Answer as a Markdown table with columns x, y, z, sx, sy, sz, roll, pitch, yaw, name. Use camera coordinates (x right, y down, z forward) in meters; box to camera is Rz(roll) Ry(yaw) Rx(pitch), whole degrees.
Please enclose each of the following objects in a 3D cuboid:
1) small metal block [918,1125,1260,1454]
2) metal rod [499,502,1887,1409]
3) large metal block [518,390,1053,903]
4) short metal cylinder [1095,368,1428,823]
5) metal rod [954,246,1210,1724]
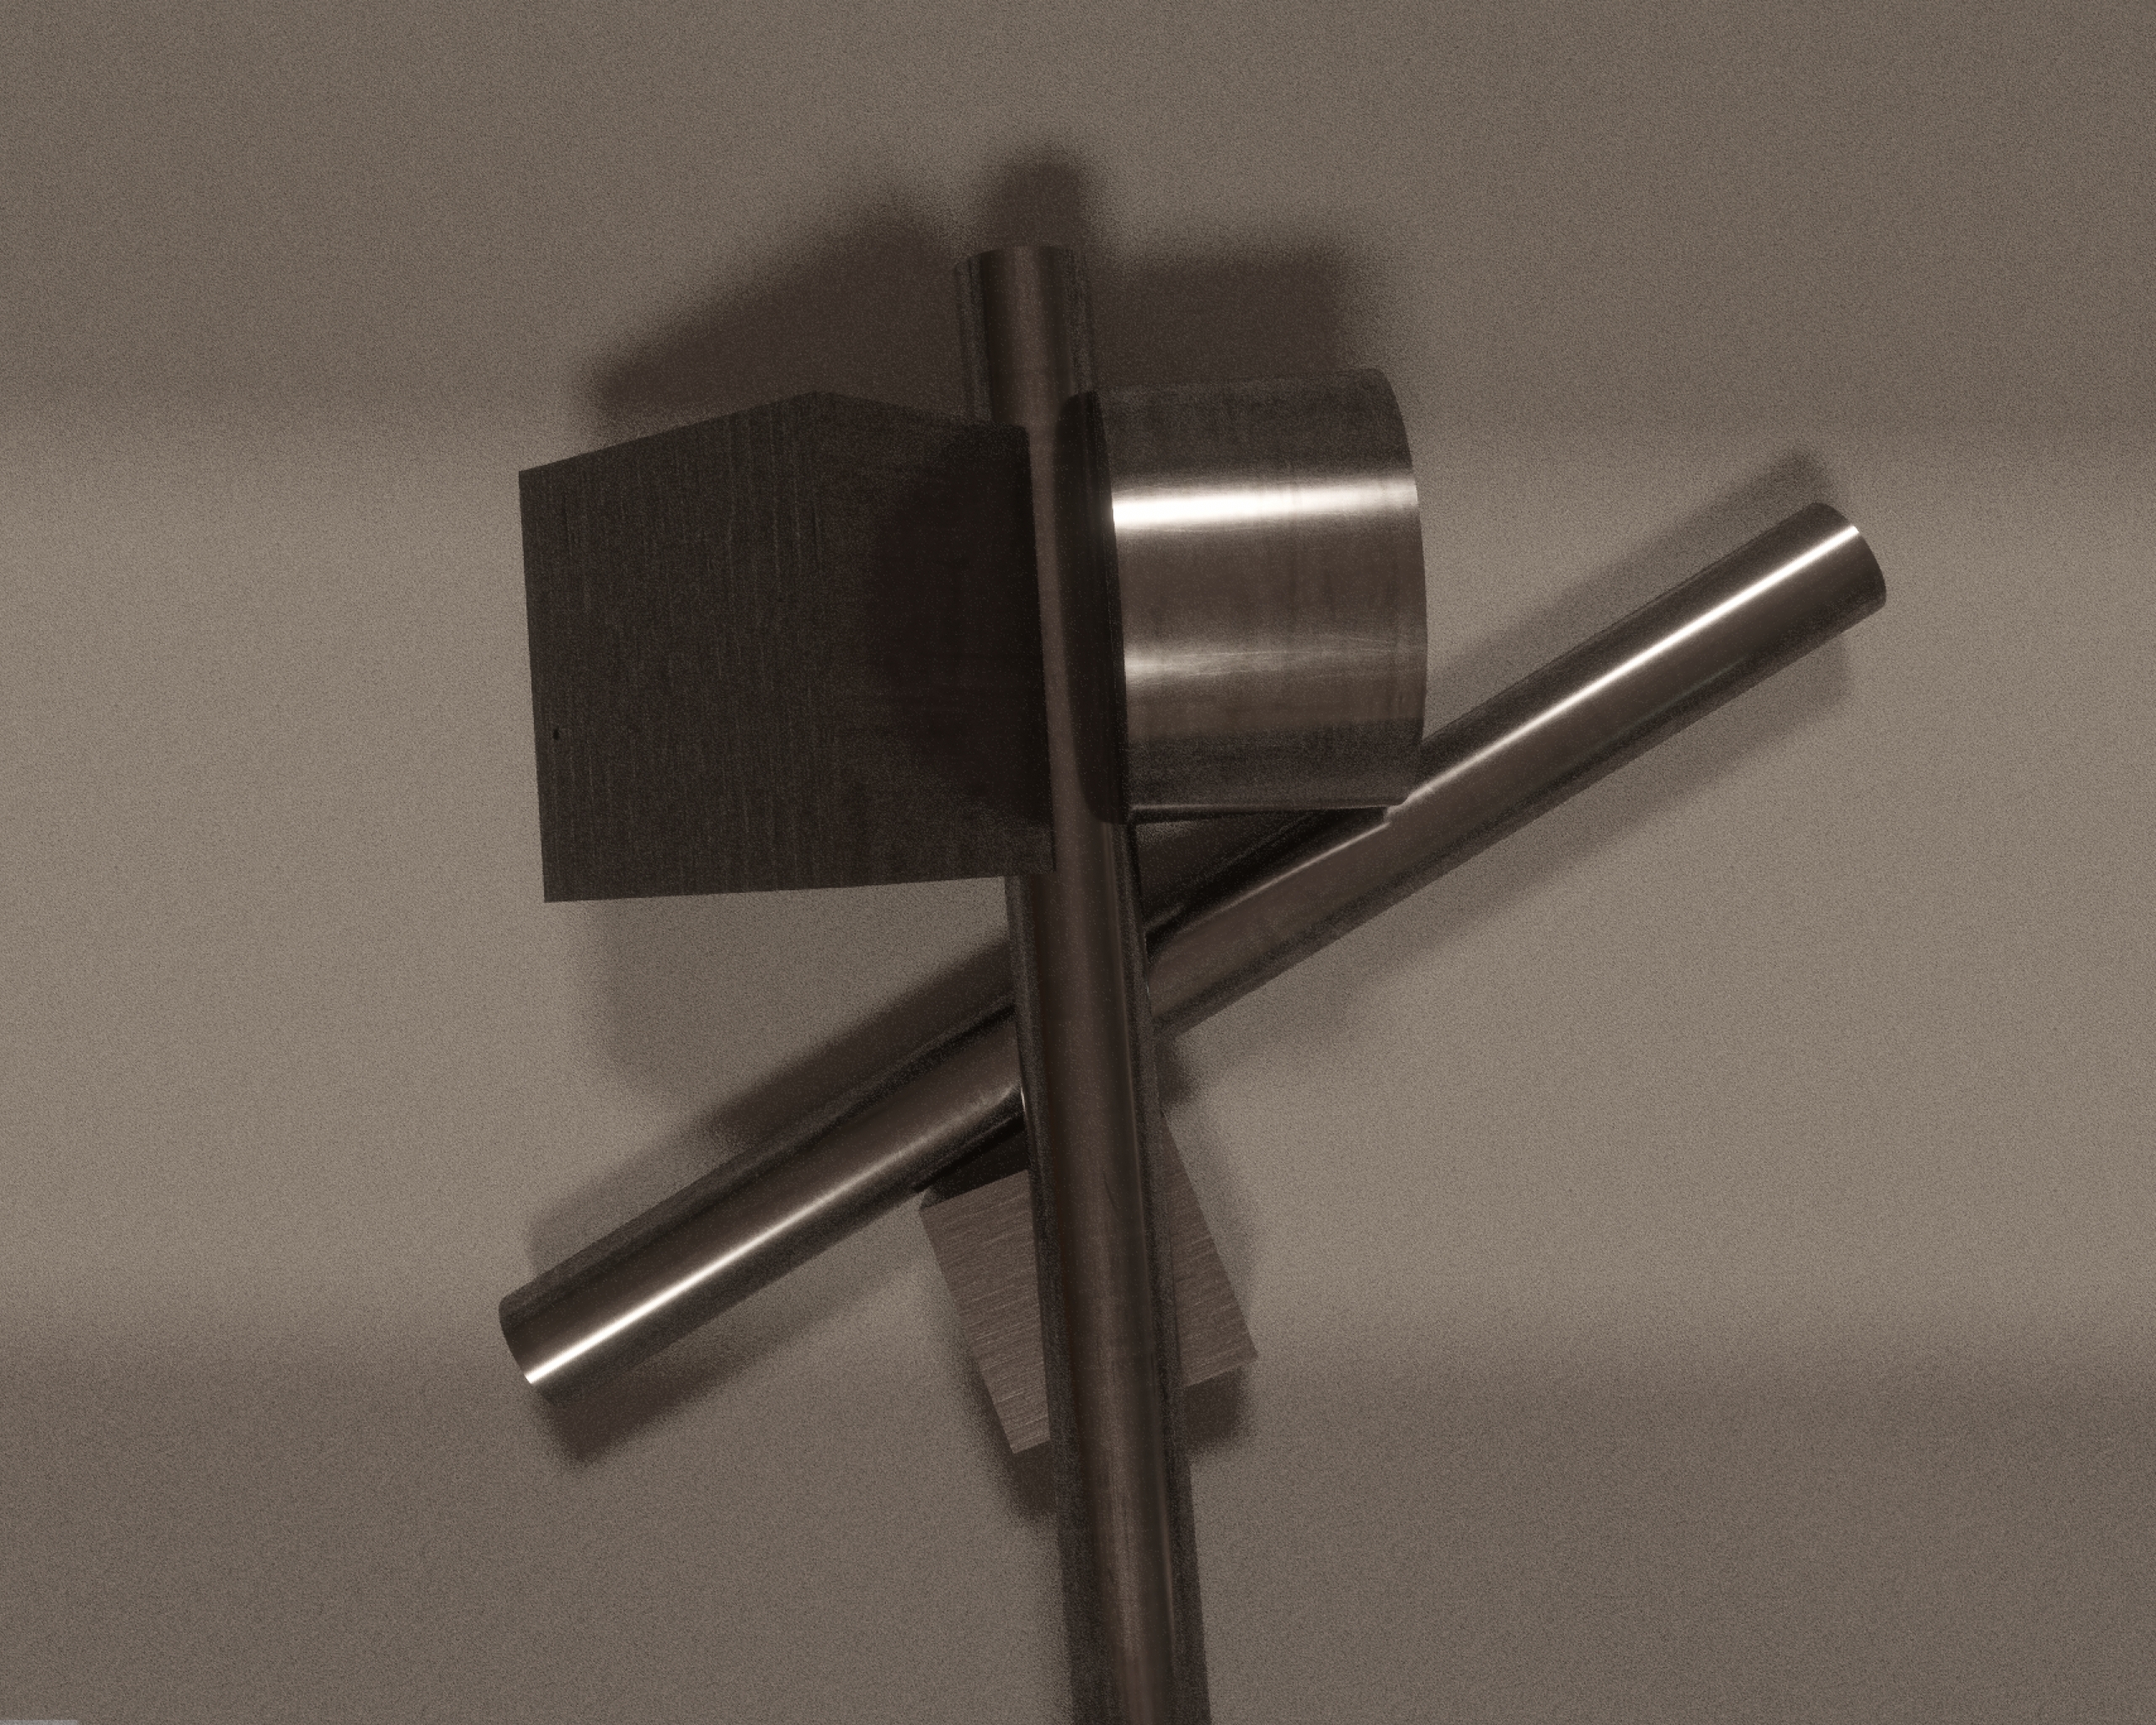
| x | y | z | sx | sy | sz | roll | pitch | yaw | name |
| --- | --- | --- | --- | --- | --- | --- | --- | --- | --- |
| 0.002 | 0.081 | 0.410 | 0.050 | 0.025 | 0.050 | -21 | 90 | -1 | small metal block |
| 0.023 | 0.018 | 0.410 | 0.301 | 0.025 | 0.025 | -31 | 90 | -1 | metal rod |
| -0.054 | -0.035 | 0.377 | 0.080 | 0.050 | 0.079 | -3 | 90 | 40 | large metal block |
| 0.031 | -0.048 | 0.382 | 0.050 | 0.080 | 0.079 | -4 | 90 | -2 | short metal cylinder |
| 0.002 | 0.038 | 0.384 | 0.025 | 0.025 | 0.298 | -5 | 89 | -1 | metal rod |
